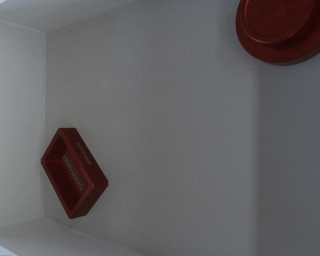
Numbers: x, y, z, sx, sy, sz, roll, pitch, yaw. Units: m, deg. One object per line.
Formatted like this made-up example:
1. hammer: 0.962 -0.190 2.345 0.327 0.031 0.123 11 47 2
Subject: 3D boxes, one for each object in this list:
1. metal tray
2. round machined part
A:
1. metal tray: -0.148 0.073 0.522 0.130 0.030 0.090 52 120 27
2. round machined part: 0.118 -0.112 0.298 0.098 0.042 0.097 0 90 39
